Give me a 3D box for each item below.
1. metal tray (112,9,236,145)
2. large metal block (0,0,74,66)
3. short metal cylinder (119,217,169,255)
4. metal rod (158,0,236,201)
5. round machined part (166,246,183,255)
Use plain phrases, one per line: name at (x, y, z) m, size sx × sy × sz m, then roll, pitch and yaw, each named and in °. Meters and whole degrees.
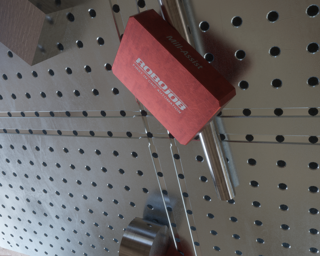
metal tray at (0.009, -0.053, 0.342) m, size 0.130 × 0.030 × 0.089 m, roll 46°, pitch 143°, yaw 9°
large metal block at (-0.169, -0.141, 0.397) m, size 0.080 × 0.050 × 0.080 m, roll 39°, pitch 129°, yaw 2°
short metal cylinder at (-0.024, 0.193, 0.508) m, size 0.050 × 0.080 × 0.079 m, roll 10°, pitch 123°, yaw 23°
metal rod at (0.044, -0.040, 0.363) m, size 0.025 × 0.025 × 0.298 m, roll -6°, pitch 116°, yaw 31°
round machined part at (0.005, 0.260, 0.558) m, size 0.098 × 0.042 × 0.097 m, roll 13°, pitch 124°, yaw 21°
